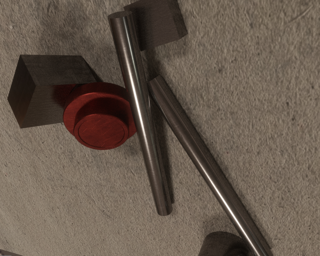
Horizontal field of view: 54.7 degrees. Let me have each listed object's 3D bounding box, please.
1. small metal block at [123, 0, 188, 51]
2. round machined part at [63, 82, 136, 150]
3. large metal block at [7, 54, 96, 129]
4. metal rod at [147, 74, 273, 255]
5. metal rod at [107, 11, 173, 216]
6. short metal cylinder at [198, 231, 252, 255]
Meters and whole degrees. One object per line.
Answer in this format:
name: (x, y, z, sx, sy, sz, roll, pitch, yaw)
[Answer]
small metal block: (-0.004, -0.117, 0.336, 0.050, 0.025, 0.050, -9, 114, 31)
round machined part: (-0.074, -0.008, 0.399, 0.099, 0.042, 0.097, -4, 137, -3)
large metal block: (-0.142, -0.048, 0.405, 0.050, 0.081, 0.080, 57, 132, 20)
metal rod: (0.070, 0.063, 0.408, 0.025, 0.025, 0.299, -24, 106, 36)
metal rod: (-0.017, 0.006, 0.395, 0.025, 0.025, 0.298, 7, 129, 24)
short metal cylinder: (0.097, 0.203, 0.465, 0.080, 0.050, 0.079, 13, 124, 20)
